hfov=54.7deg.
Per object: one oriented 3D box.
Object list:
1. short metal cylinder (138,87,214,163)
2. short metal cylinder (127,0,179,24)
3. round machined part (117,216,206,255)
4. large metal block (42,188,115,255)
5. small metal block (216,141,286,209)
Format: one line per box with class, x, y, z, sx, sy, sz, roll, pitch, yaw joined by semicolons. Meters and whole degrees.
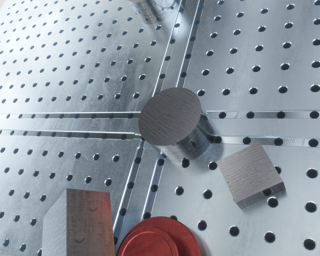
short metal cylinder;0.021;-0.003;0.383;0.080;0.050;0.080;-13;56;21
short metal cylinder;-0.014;-0.229;0.540;0.080;0.050;0.080;-13;56;21
round machined part;-0.005;0.139;0.315;0.098;0.042;0.098;-13;56;21
large metal block;-0.093;0.123;0.343;0.080;0.050;0.080;-46;43;38
small metal block;0.095;0.050;0.328;0.050;0.025;0.050;-28;52;10
